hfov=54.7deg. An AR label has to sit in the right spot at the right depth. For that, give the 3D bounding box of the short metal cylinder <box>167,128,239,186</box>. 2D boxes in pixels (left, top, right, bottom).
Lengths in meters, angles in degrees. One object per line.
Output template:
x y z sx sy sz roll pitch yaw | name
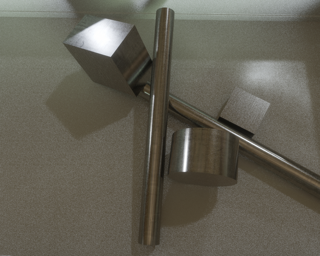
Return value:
0.052 0.037 0.368 0.080 0.080 0.050 7 70 2 | short metal cylinder

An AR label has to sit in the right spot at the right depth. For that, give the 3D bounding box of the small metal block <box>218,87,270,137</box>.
0.112 -0.020 0.418 0.050 0.025 0.050 28 72 9 | small metal block

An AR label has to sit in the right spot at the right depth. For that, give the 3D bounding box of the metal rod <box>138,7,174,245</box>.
-0.003 -0.011 0.391 0.025 0.025 0.299 4 78 1 | metal rod

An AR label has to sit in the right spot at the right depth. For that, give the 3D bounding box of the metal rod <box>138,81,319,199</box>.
0.102 0.017 0.404 0.301 0.025 0.025 30 73 10 | metal rod

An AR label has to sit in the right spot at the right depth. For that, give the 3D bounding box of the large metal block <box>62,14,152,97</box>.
-0.063 -0.093 0.402 0.080 0.080 0.050 22 70 28 | large metal block
